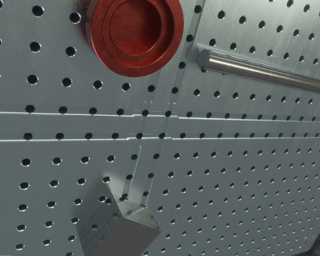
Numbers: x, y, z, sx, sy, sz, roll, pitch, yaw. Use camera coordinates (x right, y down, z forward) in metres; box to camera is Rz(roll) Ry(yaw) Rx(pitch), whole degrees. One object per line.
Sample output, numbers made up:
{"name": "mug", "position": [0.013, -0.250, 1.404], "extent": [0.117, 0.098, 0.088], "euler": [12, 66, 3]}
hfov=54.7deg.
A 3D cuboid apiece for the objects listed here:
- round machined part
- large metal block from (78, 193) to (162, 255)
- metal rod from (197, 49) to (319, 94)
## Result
{"name": "round machined part", "position": [-0.028, -0.106, 0.321], "extent": [0.099, 0.042, 0.097], "euler": [-14, 125, -21]}
{"name": "large metal block", "position": [-0.060, 0.155, 0.460], "extent": [0.080, 0.050, 0.080], "euler": [-49, 129, 6]}
{"name": "metal rod", "position": [0.184, -0.076, 0.467], "extent": [0.302, 0.025, 0.025], "euler": [5, 116, -31]}
